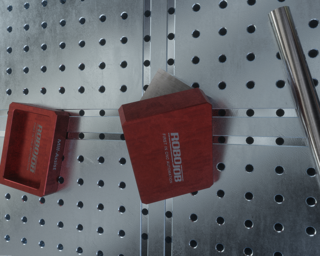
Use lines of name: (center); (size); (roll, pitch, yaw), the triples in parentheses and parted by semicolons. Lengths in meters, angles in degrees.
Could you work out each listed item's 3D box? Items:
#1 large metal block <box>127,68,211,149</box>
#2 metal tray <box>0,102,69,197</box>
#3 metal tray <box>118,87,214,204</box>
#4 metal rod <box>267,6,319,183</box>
large metal block: (0.012, -0.020, 0.379); (0.050, 0.080, 0.080); (35, 101, 16)
metal tray: (-0.196, 0.031, 0.478); (0.090, 0.030, 0.129); (12, 94, 19)
metal tray: (0.011, 0.025, 0.347); (0.091, 0.030, 0.129); (-14, 130, -6)
metal rod: (0.177, 0.007, 0.349); (0.025, 0.025, 0.298); (-17, 84, 19)
